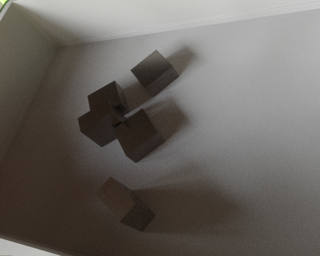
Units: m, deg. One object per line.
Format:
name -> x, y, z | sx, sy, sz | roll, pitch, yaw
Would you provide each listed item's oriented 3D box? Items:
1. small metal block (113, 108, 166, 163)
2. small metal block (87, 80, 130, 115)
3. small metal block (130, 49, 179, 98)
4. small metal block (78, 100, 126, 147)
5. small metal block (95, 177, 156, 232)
small metal block -> -0.028, 0.010, 0.415 | 0.050, 0.025, 0.050 | -36, 51, 4
small metal block -> -0.079, -0.036, 0.470 | 0.050, 0.025, 0.050 | -28, 52, 11
small metal block -> -0.008, -0.081, 0.460 | 0.050, 0.025, 0.050 | -38, 51, 2
small metal block -> -0.077, -0.005, 0.434 | 0.050, 0.050, 0.025 | -30, 52, 9
small metal block -> -0.039, 0.088, 0.356 | 0.025, 0.050, 0.050 | -49, 51, -6
